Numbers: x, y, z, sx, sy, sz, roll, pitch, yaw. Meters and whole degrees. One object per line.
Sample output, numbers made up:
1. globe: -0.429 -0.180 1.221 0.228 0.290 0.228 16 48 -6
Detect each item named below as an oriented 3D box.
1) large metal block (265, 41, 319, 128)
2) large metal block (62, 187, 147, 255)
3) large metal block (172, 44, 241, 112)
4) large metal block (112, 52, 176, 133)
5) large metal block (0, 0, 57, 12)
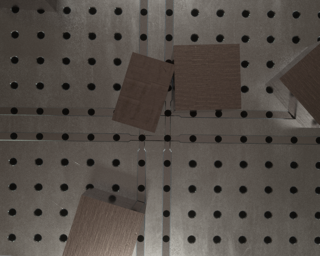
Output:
1. large metal block: 0.202 -0.056 0.404 0.080 0.050 0.080 -41 91 0
2. large metal block: -0.069 0.131 0.400 0.080 0.050 0.080 17 90 -1
3. large metal block: 0.058 -0.062 0.402 0.081 0.050 0.079 -2 90 -1
4. large metal block: -0.018 -0.040 0.386 0.050 0.080 0.080 17 90 0
5. large metal block: -0.180 -0.186 0.383 0.081 0.080 0.050 4 90 -1
